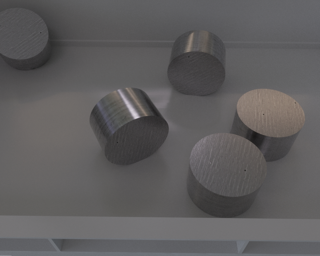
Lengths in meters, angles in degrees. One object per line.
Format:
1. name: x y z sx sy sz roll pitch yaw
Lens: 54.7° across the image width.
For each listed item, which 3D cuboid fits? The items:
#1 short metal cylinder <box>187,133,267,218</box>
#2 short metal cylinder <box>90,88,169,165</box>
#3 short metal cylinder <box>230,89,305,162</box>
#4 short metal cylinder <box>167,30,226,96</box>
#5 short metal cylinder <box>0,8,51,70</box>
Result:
1. short metal cylinder: 0.072 0.052 0.345 0.080 0.050 0.080 0 50 0
2. short metal cylinder: -0.037 -0.001 0.370 0.081 0.080 0.050 -22 54 -17
3. short metal cylinder: 0.133 -0.004 0.393 0.080 0.050 0.080 0 50 0
4. short metal cylinder: 0.054 -0.093 0.447 0.080 0.080 0.050 6 50 5
5. short metal cylinder: -0.212 -0.135 0.477 0.081 0.050 0.080 2 82 -14
